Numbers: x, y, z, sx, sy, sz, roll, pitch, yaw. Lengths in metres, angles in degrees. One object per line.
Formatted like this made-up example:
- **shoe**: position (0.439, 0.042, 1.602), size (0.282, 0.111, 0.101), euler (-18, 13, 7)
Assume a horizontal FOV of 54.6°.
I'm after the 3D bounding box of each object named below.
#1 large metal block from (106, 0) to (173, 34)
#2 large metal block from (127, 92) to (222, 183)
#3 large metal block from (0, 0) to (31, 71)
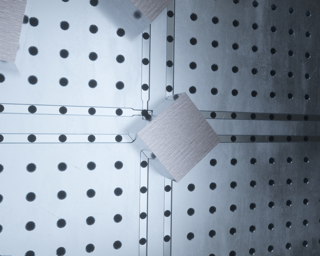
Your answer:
- **large metal block**: position (-0.022, -0.182, 0.391), size (0.080, 0.050, 0.080), euler (43, 77, -15)
- **large metal block**: position (0.018, 0.011, 0.406), size (0.080, 0.050, 0.080), euler (-42, 103, -15)
- **large metal block**: position (-0.188, -0.113, 0.330), size (0.081, 0.050, 0.080), euler (11, 87, -20)
